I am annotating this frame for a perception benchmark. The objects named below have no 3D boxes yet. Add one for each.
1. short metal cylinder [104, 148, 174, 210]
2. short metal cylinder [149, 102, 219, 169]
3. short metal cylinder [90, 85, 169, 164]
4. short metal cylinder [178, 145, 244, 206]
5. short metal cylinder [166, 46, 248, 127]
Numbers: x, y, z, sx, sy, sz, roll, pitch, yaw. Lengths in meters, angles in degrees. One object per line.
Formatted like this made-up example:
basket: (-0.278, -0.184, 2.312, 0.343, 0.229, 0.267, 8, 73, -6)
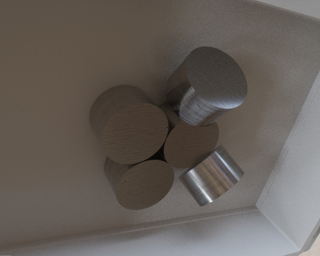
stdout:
short metal cylinder: (-0.028, 0.062, 0.414, 0.081, 0.050, 0.079, -14, 125, -21)
short metal cylinder: (0.031, 0.007, 0.413, 0.081, 0.050, 0.079, -14, 125, -21)
short metal cylinder: (-0.037, -0.004, 0.368, 0.081, 0.050, 0.079, -14, 125, -21)
short metal cylinder: (0.074, 0.068, 0.448, 0.080, 0.050, 0.080, -37, 174, -4)
short metal cylinder: (0.054, -0.048, 0.363, 0.081, 0.080, 0.050, -3, 158, -27)
